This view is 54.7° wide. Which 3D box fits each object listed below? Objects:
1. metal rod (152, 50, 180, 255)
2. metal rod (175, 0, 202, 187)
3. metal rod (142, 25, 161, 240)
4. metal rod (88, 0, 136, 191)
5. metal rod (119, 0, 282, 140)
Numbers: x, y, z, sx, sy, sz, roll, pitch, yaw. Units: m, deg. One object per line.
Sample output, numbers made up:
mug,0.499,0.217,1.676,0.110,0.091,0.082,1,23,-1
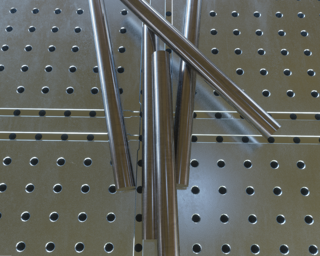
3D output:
metal rod,0.006,0.041,0.375,0.025,0.025,0.299,-2,71,-1
metal rod,0.039,-0.068,0.437,0.025,0.025,0.299,6,70,2
metal rod,-0.011,-0.010,0.415,0.025,0.025,0.299,-1,70,-1
metal rod,-0.071,-0.063,0.433,0.025,0.025,0.299,-10,70,-4
metal rod,0.041,-0.099,0.420,0.025,0.025,0.300,-40,75,-13
